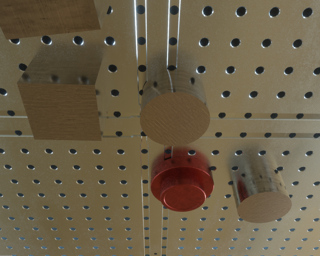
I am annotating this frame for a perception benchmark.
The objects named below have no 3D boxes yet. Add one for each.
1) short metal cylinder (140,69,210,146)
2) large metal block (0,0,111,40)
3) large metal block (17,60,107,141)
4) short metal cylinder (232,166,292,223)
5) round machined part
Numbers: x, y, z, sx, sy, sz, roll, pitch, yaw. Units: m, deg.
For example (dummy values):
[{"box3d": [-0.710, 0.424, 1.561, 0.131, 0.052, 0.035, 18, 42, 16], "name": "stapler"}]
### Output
[{"box3d": [0.017, -0.024, 0.375, 0.081, 0.050, 0.079, 0, 130, 0], "name": "short metal cylinder"}, {"box3d": [-0.091, -0.122, 0.271, 0.080, 0.080, 0.050, -5, 130, 4], "name": "large metal block"}, {"box3d": [-0.110, -0.032, 0.367, 0.081, 0.050, 0.079, 1, 130, -1], "name": "large metal block"}, {"box3d": [0.157, 0.105, 0.486, 0.081, 0.050, 0.079, 0, 130, 0], "name": "short metal cylinder"}, {"box3d": [0.034, 0.093, 0.480, 0.099, 0.042, 0.097, 0, 130, 0], "name": "round machined part"}]
